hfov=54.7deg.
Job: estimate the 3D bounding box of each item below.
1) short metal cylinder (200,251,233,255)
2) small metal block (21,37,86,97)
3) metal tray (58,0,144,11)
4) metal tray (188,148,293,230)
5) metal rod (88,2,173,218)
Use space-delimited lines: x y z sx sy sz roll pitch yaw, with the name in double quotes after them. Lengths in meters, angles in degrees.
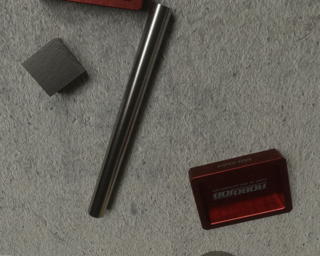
0.092 0.243 0.488 0.081 0.050 0.079 0 110 -1 "short metal cylinder"
-0.129 -0.075 0.380 0.050 0.025 0.050 -34 107 11 "small metal block"
-0.079 -0.183 0.338 0.131 0.030 0.089 7 110 -3 "metal tray"
0.114 0.088 0.441 0.131 0.030 0.089 -14 110 4 "metal tray"
-0.045 -0.009 0.405 0.025 0.025 0.298 18 109 -7 "metal rod"
